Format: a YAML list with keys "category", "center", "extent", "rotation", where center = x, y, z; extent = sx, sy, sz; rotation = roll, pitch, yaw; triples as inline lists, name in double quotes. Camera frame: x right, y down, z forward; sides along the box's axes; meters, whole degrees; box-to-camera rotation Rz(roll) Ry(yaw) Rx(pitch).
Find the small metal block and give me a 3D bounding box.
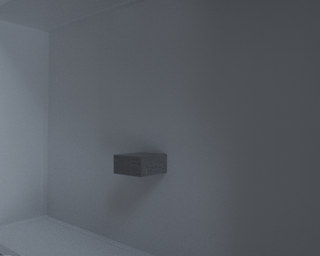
- category: "small metal block"
  center: [-0.026, 0.048, 0.413]
  extent: [0.050, 0.050, 0.025]
  rotation: [0, 90, 40]
